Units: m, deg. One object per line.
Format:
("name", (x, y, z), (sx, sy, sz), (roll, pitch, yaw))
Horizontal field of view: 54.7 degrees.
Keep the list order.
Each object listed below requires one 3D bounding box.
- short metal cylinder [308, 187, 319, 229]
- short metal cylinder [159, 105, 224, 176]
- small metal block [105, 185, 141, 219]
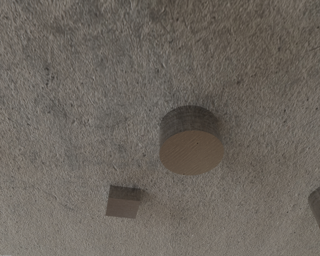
("short metal cylinder", (0.294, 0.133, 0.509), (0.081, 0.050, 0.079), (0, 130, 0))
("short metal cylinder", (0.039, 0.017, 0.406), (0.081, 0.050, 0.079), (0, 130, 0))
("small metal block", (-0.061, 0.123, 0.511), (0.050, 0.025, 0.050), (9, 130, -8))
